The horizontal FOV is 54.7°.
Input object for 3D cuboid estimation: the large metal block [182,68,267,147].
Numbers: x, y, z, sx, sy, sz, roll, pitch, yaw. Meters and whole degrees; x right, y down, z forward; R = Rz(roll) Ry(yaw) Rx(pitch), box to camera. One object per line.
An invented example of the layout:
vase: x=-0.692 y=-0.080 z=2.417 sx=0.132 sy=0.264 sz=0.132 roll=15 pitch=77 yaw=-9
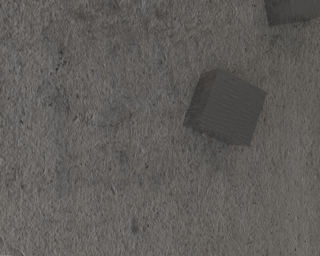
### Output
large metal block: x=0.089 y=-0.026 z=0.428 sx=0.080 sy=0.050 sz=0.080 roll=22 pitch=83 yaw=-19

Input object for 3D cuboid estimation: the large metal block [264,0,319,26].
large metal block: x=0.208 y=-0.207 z=0.472 sx=0.081 sy=0.050 sz=0.080 roll=-12 pitch=94 yaw=-20
